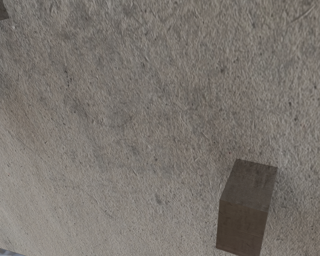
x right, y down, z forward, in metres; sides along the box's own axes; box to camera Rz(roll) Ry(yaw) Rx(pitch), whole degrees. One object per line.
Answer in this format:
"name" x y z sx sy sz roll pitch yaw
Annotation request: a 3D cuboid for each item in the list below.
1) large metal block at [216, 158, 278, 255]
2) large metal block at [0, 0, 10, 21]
"large metal block" 0.105 0.097 0.375 0.050 0.080 0.079 11 123 22
"large metal block" -0.271 -0.159 0.416 0.080 0.080 0.050 0 119 28
